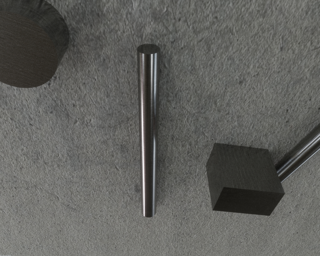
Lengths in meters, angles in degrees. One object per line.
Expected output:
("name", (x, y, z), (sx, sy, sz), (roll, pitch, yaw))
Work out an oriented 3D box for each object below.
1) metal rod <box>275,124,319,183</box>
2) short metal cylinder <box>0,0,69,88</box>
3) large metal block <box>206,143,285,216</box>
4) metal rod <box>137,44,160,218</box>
("metal rod", (0.217, 0.012, 0.418), (0.025, 0.025, 0.298), (21, 127, -17))
("short metal cylinder", (-0.139, -0.088, 0.315), (0.081, 0.050, 0.079), (0, 130, 0))
("large metal block", (0.114, 0.070, 0.432), (0.081, 0.080, 0.050), (7, 130, -6))
("metal rod", (-0.016, 0.028, 0.430), (0.025, 0.025, 0.298), (1, 130, -1))
